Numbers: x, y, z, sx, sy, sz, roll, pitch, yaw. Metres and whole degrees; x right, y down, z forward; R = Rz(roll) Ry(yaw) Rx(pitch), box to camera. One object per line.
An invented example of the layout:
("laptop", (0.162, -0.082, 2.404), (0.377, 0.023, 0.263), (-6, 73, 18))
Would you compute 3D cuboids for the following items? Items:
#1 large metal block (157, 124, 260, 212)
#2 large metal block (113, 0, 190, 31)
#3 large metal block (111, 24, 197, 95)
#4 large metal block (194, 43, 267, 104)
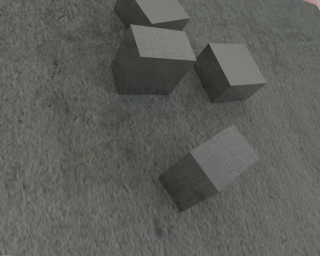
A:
("large metal block", (0.057, 0.049, 0.371), (0.081, 0.080, 0.050), (-28, 77, -37))
("large metal block", (-0.013, -0.182, 0.494), (0.081, 0.050, 0.080), (-23, 75, -37))
("large metal block", (-0.011, -0.087, 0.417), (0.081, 0.080, 0.050), (-3, 64, -30))
("large metal block", (0.112, -0.090, 0.506), (0.081, 0.050, 0.080), (-9, 66, -32))
